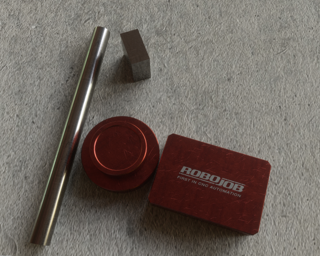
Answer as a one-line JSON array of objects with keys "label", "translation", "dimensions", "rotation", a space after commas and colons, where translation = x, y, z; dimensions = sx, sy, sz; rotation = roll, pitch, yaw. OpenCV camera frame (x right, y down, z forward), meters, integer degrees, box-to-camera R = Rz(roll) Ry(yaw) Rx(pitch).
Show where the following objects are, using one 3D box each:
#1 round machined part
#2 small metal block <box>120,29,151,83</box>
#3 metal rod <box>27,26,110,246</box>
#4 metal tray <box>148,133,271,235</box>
[{"label": "round machined part", "translation": [-0.050, 0.030, 0.388], "dimensions": [0.099, 0.042, 0.098], "rotation": [0, 70, 0]}, {"label": "small metal block", "translation": [-0.033, -0.100, 0.431], "dimensions": [0.025, 0.050, 0.050], "rotation": [-19, 71, -7]}, {"label": "metal rod", "translation": [-0.113, -0.004, 0.408], "dimensions": [0.025, 0.025, 0.299], "rotation": [10, 70, 3]}, {"label": "metal tray", "translation": [0.061, 0.068, 0.381], "dimensions": [0.131, 0.030, 0.090], "rotation": [16, 71, 5]}]
